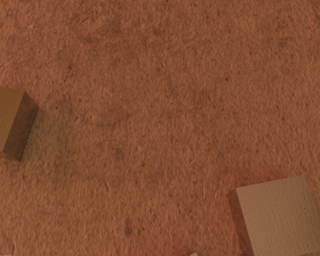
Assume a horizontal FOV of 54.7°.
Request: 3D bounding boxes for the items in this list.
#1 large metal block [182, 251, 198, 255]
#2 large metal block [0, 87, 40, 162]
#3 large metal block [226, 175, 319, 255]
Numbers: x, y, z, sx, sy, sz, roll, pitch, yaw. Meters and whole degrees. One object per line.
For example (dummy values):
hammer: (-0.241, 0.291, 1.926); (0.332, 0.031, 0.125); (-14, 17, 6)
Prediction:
large metal block: (0.020, 0.188, 0.326); (0.080, 0.050, 0.080); (-26, 72, -10)
large metal block: (-0.214, -0.008, 0.395); (0.080, 0.050, 0.080); (10, 70, 3)
large metal block: (0.131, 0.105, 0.358); (0.081, 0.050, 0.080); (-10, 70, -4)
